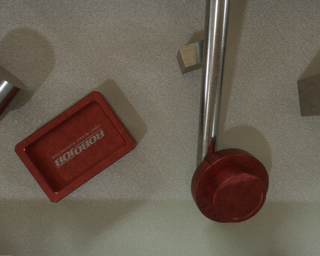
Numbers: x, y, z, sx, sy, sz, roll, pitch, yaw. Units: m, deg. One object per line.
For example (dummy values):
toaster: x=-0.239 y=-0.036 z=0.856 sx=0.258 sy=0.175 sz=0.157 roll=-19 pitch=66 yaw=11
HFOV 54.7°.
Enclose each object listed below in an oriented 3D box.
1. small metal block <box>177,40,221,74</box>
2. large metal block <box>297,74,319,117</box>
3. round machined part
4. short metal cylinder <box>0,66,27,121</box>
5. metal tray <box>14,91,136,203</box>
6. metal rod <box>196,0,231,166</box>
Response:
small metal block: x=0.051 y=-0.093 z=0.400 sx=0.050 sy=0.050 sz=0.025 roll=-19 pitch=90 yaw=0
large metal block: x=0.232 y=-0.045 z=0.387 sx=0.081 sy=0.080 sz=0.050 roll=-6 pitch=90 yaw=0
round machined part: x=0.092 y=0.078 z=0.388 sx=0.099 sy=0.042 sz=0.097 roll=-4 pitch=109 yaw=-11
short metal cylinder: x=-0.215 y=-0.052 z=0.381 sx=0.080 sy=0.080 sz=0.050 roll=38 pitch=90 yaw=-1
metal tray: x=-0.108 y=0.024 z=0.407 sx=0.130 sy=0.030 sz=0.090 roll=-35 pitch=90 yaw=-1
metal rod: x=0.060 y=-0.077 z=0.346 sx=0.025 sy=0.025 sz=0.298 roll=-1 pitch=117 yaw=0
